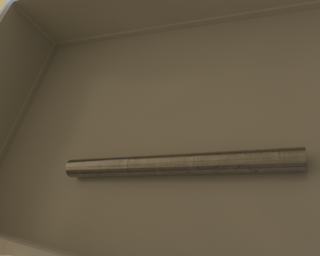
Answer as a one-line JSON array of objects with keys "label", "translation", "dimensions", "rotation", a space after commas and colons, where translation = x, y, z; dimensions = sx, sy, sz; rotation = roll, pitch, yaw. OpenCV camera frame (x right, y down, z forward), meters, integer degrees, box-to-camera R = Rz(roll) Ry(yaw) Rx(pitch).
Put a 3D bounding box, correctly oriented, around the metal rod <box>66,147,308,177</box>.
[{"label": "metal rod", "translation": [0.011, 0.044, 0.373], "dimensions": [0.300, 0.025, 0.025], "rotation": [-5, 59, 25]}]
